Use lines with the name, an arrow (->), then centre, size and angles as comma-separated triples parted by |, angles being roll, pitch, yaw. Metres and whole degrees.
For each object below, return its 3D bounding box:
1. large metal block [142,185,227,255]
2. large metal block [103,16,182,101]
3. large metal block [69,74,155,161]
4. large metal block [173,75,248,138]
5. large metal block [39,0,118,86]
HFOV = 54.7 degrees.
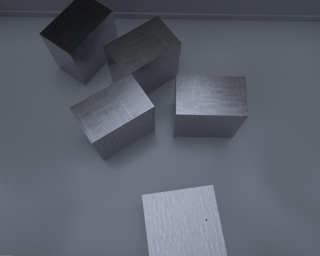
large metal block -> 0.025, 0.114, 0.355 | 0.081, 0.050, 0.080 | -7, 70, -3
large metal block -> -0.022, -0.087, 0.412 | 0.080, 0.080, 0.050 | -33, 74, -12
large metal block -> -0.054, -0.010, 0.384 | 0.080, 0.080, 0.050 | -31, 74, -11
large metal block -> 0.059, -0.024, 0.390 | 0.081, 0.080, 0.050 | 1, 70, 0
large metal block -> -0.104, -0.118, 0.422 | 0.050, 0.080, 0.080 | 34, 73, 11
